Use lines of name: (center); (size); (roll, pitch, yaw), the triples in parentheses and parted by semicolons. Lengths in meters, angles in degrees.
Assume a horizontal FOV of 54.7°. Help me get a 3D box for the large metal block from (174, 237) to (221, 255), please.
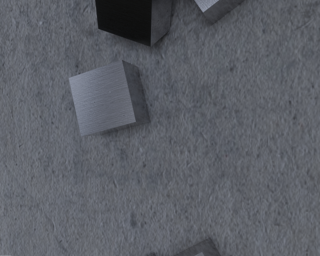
large metal block: (0.044, 0.196, 0.380); (0.080, 0.050, 0.080); (-34, 80, 16)

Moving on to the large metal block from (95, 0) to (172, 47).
large metal block: (-0.033, -0.159, 0.385); (0.080, 0.050, 0.079); (23, 139, 18)

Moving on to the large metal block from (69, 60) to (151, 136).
large metal block: (-0.067, -0.037, 0.418); (0.080, 0.050, 0.080); (-14, 85, 19)

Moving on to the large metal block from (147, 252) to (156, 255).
large metal block: (-0.029, 0.225, 0.405); (0.080, 0.050, 0.080); (-34, 80, 16)

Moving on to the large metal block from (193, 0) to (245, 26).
large metal block: (0.069, -0.186, 0.371); (0.080, 0.050, 0.080); (-35, 79, 16)
